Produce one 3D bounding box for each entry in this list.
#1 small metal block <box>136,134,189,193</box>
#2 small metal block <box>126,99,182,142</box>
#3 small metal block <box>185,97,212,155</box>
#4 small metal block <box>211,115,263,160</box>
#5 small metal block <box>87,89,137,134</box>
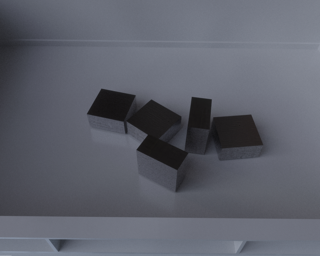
[{"bbox_3d":[0.002,0.041,0.352,0.050,0.050,0.025,25,55,18],"label":"small metal block"},{"bbox_3d":[-0.008,-0.004,0.405,0.050,0.025,0.050,32,56,23],"label":"small metal block"},{"bbox_3d":[0.048,-0.003,0.390,0.025,0.050,0.050,8,51,5],"label":"small metal block"},{"bbox_3d":[0.096,0.011,0.394,0.050,0.025,0.050,-4,50,-4],"label":"small metal block"},{"bbox_3d":[-0.064,-0.023,0.421,0.050,0.025,0.050,12,51,9],"label":"small metal block"}]
